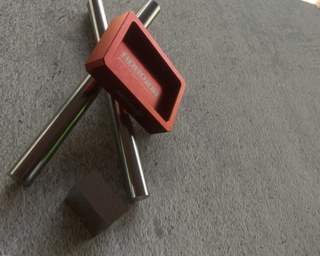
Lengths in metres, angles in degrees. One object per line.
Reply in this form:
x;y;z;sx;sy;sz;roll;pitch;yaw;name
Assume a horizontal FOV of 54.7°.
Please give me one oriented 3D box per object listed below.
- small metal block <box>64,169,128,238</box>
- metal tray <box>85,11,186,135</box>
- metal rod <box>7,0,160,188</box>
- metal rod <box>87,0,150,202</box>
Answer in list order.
-0.065;0.076;0.307;0.050;0.050;0.025;49;51;6;small metal block
-0.022;-0.064;0.384;0.130;0.030;0.090;47;49;-37;metal tray
-0.074;-0.062;0.376;0.025;0.025;0.300;33;59;-7;metal rod
-0.060;-0.053;0.404;0.025;0.025;0.299;-1;62;-29;metal rod
